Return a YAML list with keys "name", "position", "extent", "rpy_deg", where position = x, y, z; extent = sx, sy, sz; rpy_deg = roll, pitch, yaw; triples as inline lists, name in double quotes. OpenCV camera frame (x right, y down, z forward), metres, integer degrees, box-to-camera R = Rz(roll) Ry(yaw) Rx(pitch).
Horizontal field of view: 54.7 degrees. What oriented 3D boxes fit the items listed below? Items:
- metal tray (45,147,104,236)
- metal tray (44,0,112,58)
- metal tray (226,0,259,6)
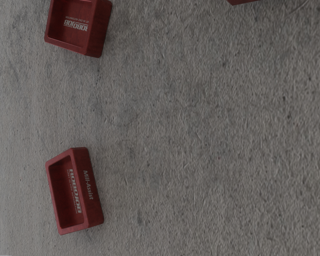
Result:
- name: "metal tray"
  position: [-0.147, 0.107, 0.523]
  extent: [0.090, 0.030, 0.129]
  rpy_deg: [-26, 74, 37]
- name: "metal tray"
  position: [-0.141, -0.175, 0.517]
  extent: [0.130, 0.030, 0.089]
  rpy_deg: [25, 106, 37]
- name: "metal tray"
  position: [0.122, -0.174, 0.286]
  extent: [0.130, 0.030, 0.089]
  rpy_deg: [0, 90, 30]
